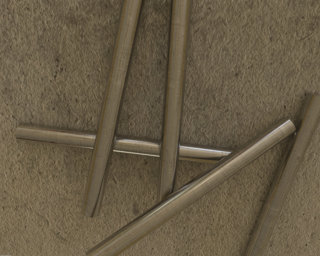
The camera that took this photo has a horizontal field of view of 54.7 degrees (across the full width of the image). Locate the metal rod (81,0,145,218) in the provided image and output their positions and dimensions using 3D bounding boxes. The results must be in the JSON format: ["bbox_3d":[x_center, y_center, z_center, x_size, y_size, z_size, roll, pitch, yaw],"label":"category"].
[{"bbox_3d":[-0.058,-0.030,0.378,0.025,0.025,0.298,13,102,-5],"label":"metal rod"}]

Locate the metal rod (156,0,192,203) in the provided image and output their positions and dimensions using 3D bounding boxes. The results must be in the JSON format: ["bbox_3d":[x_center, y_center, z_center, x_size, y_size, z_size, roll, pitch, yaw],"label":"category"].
[{"bbox_3d":[0.016,-0.031,0.379,0.025,0.025,0.298,4,103,-2],"label":"metal rod"}]

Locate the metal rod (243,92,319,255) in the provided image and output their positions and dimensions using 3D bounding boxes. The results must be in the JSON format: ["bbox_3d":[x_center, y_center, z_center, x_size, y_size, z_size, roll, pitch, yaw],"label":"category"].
[{"bbox_3d":[0.170,0.094,0.445,0.025,0.025,0.298,12,110,-5],"label":"metal rod"}]

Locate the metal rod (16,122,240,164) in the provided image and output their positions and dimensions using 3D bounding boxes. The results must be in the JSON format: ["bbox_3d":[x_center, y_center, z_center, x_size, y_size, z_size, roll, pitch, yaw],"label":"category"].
[{"bbox_3d":[-0.036,0.023,0.417,0.302,0.025,0.025,7,110,-3],"label":"metal rod"}]

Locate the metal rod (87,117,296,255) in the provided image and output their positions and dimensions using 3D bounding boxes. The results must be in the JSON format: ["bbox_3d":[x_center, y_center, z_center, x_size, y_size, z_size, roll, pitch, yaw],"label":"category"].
[{"bbox_3d":[0.045,0.076,0.389,0.301,0.025,0.025,-33,108,-8],"label":"metal rod"}]
